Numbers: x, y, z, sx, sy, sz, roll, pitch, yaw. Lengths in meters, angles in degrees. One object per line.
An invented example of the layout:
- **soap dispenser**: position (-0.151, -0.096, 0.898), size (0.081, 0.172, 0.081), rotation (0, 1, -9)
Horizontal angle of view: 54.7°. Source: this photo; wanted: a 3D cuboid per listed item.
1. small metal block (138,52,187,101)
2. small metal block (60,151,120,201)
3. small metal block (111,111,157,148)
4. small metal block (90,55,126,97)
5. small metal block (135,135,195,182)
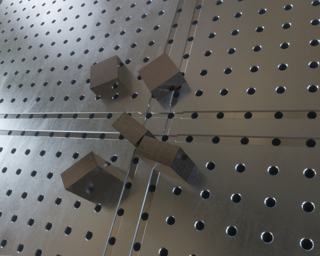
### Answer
- **small metal block**: position (0.002, -0.075, 0.452), size (0.050, 0.025, 0.050), rotation (-34, 52, 5)
- **small metal block**: position (-0.089, 0.063, 0.399), size (0.050, 0.050, 0.025), rotation (-36, 52, 4)
- **small metal block**: position (-0.027, 0.011, 0.398), size (0.025, 0.050, 0.050), rotation (-48, 52, -6)
- **small metal block**: position (-0.085, -0.084, 0.502), size (0.050, 0.025, 0.050), rotation (-19, 54, 17)
- **small metal block**: position (0.007, 0.037, 0.365), size (0.050, 0.050, 0.025), rotation (16, 71, 34)
